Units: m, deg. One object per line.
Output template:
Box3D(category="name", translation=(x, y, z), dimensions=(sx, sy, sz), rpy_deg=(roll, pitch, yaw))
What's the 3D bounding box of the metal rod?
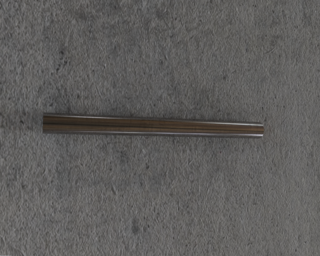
Box3D(category="metal rod", translation=(0.006, -0.001, 0.412), dimensions=(0.302, 0.025, 0.025), rpy_deg=(2, 90, -20))
